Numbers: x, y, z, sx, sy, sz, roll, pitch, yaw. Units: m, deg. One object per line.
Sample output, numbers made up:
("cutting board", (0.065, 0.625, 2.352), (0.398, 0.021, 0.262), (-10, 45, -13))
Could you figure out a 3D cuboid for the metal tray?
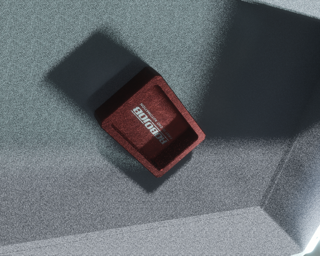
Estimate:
("metal tray", (-0.008, -0.003, 0.398), (0.090, 0.030, 0.130), (-41, 129, 0))
